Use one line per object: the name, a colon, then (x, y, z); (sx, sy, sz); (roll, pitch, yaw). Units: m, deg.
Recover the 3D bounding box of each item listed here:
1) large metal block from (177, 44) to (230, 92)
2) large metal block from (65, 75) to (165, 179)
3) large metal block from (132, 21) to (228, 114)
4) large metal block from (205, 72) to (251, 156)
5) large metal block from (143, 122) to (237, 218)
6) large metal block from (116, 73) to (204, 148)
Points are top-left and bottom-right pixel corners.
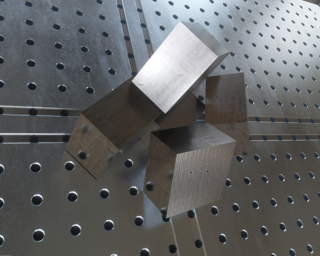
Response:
large metal block: (0.042, -0.083, 0.446); (0.050, 0.080, 0.080); (43, 51, 1)
large metal block: (-0.050, 0.000, 0.344); (0.050, 0.080, 0.080); (44, 51, 2)
large metal block: (0.026, -0.070, 0.348); (0.050, 0.080, 0.080); (44, 26, 2)
large metal block: (0.094, -0.016, 0.423); (0.050, 0.080, 0.080); (-5, 55, 17)
large metal block: (0.032, 0.045, 0.353); (0.081, 0.079, 0.050); (-9, 30, -32)
large metal block: (0.002, -0.021, 0.407); (0.080, 0.050, 0.080); (43, 51, 1)
